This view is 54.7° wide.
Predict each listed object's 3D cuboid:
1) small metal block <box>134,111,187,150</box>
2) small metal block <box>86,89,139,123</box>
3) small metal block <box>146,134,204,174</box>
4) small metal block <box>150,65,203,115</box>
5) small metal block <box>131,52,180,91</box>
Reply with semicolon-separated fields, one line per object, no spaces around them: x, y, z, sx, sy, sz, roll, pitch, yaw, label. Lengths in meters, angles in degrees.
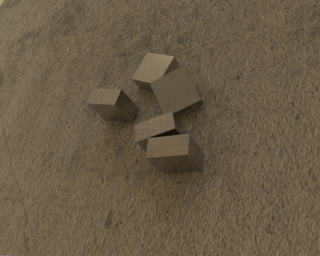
0.004;0.010;0.380;0.050;0.050;0.025;-20;54;16;small metal block
-0.067;-0.031;0.442;0.050;0.050;0.025;6;65;30;small metal block
0.018;0.031;0.359;0.050;0.050;0.025;-7;59;24;small metal block
0.022;-0.046;0.407;0.050;0.025;0.050;-26;83;12;small metal block
-0.006;-0.081;0.457;0.050;0.025;0.050;18;71;35;small metal block
